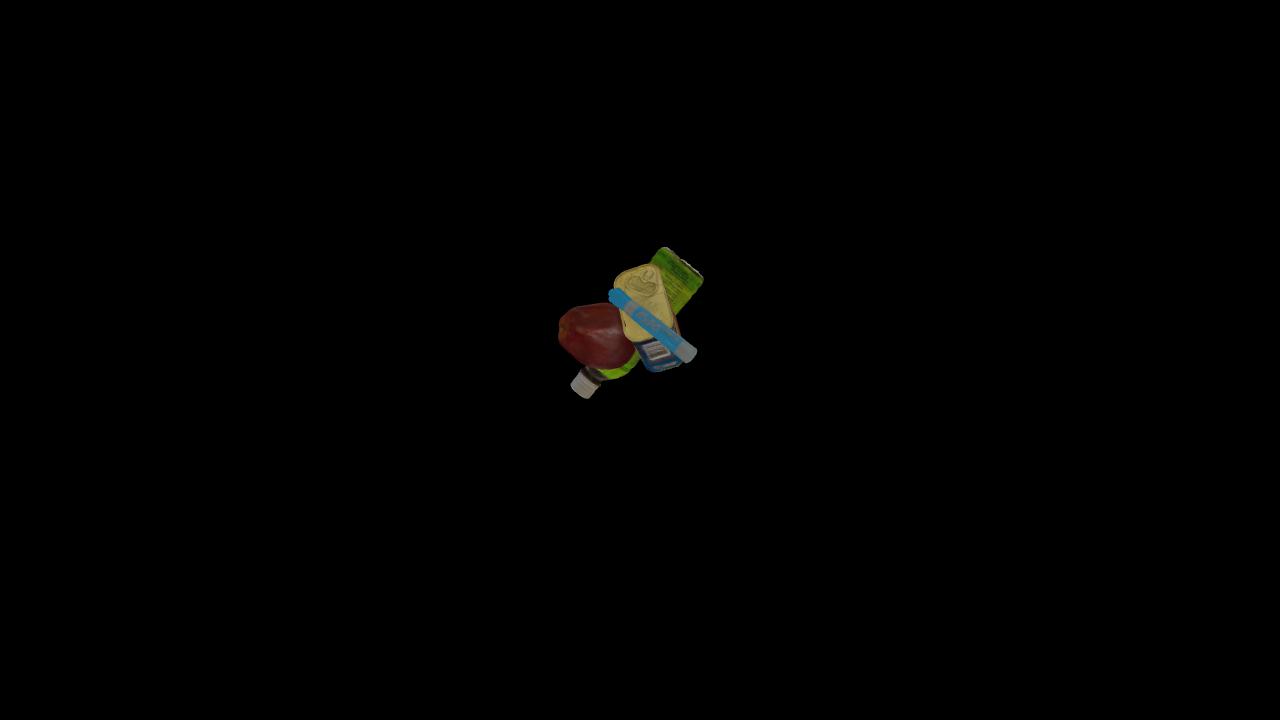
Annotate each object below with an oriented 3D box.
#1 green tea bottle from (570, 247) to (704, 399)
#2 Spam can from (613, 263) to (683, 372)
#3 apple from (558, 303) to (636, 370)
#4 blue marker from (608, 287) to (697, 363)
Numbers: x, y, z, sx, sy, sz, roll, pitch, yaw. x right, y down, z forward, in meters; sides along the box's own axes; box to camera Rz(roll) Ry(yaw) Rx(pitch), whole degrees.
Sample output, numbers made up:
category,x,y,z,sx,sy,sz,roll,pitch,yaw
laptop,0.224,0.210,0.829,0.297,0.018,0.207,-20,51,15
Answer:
category,x,y,z,sx,sy,sz,roll,pitch,yaw
green tea bottle,-0.012,-0.040,0.767,0.073,0.212,0.073,40,7,-6
Spam can,0.013,-0.047,0.724,0.058,0.101,0.085,-16,-31,7
apple,-0.047,-0.028,0.710,0.093,0.079,0.079,9,-4,-26
blue marker,0.010,-0.039,0.651,0.121,0.020,0.020,40,18,23
